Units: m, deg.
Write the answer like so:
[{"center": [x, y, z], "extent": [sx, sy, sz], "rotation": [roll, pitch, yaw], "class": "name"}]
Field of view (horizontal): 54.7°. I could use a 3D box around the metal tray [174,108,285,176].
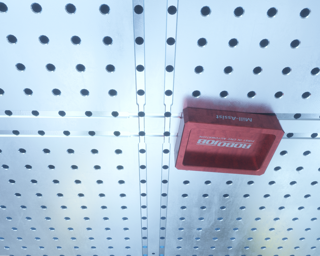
[{"center": [0.091, 0.021, 0.427], "extent": [0.131, 0.030, 0.089], "rotation": [5, 130, -5], "class": "metal tray"}]
